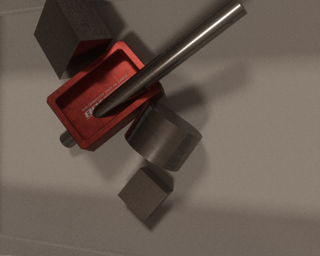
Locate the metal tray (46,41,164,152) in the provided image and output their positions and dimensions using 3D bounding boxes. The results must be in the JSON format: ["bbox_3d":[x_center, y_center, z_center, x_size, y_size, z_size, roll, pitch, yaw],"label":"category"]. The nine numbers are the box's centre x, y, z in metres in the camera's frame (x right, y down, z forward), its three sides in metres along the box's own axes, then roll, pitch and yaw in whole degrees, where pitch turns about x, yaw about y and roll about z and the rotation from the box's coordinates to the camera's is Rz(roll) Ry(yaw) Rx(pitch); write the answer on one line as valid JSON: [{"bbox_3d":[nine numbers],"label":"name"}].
[{"bbox_3d":[-0.072,-0.042,0.413,0.130,0.030,0.090,-39,78,-1],"label":"metal tray"}]

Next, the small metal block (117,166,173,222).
[{"bbox_3d":[-0.020,0.088,0.417,0.050,0.025,0.050,42,103,15],"label":"small metal block"}]

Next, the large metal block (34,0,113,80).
[{"bbox_3d":[-0.120,-0.125,0.421,0.080,0.050,0.080,-42,76,44],"label":"large metal block"}]

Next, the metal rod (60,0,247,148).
[{"bbox_3d":[-0.027,-0.055,0.388,0.299,0.025,0.025,-34,79,28],"label":"metal rod"}]

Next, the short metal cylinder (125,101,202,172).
[{"bbox_3d":[0.004,0.009,0.379,0.080,0.080,0.050,37,102,16],"label":"short metal cylinder"}]
